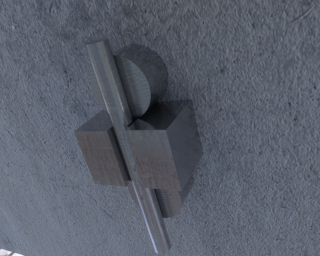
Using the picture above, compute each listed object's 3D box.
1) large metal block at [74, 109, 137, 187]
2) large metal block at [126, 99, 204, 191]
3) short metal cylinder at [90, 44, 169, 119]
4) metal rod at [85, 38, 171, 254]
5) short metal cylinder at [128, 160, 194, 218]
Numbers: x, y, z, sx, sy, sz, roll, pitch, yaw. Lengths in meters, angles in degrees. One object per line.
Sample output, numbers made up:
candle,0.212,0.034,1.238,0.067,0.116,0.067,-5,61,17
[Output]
large metal block,-0.057,0.020,0.415,0.050,0.080,0.080,-1,118,28
large metal block,0.010,0.018,0.379,0.050,0.080,0.080,-1,118,28
short metal cylinder,-0.036,-0.056,0.376,0.080,0.050,0.079,13,123,21
metal rod,-0.031,0.041,0.385,0.025,0.025,0.298,-1,118,28
short metal cylinder,0.002,0.080,0.441,0.080,0.050,0.079,13,123,21
